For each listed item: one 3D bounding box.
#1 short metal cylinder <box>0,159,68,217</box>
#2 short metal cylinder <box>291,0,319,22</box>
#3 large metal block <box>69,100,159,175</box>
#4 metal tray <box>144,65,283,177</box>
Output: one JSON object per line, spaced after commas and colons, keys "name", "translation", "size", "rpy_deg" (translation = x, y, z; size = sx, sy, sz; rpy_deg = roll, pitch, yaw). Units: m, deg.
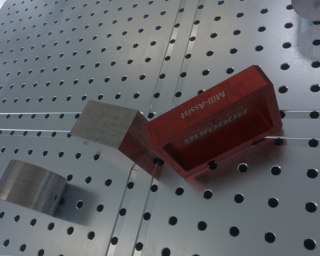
{"name": "short metal cylinder", "translation": [-0.171, 0.081, 0.413], "size": [0.080, 0.080, 0.050], "rpy_deg": [5, 64, 30]}
{"name": "short metal cylinder", "translation": [0.204, -0.177, 0.375], "size": [0.080, 0.080, 0.050], "rpy_deg": [0, 62, 28]}
{"name": "large metal block", "translation": [-0.050, 0.012, 0.392], "size": [0.080, 0.080, 0.050], "rpy_deg": [14, 69, 34]}
{"name": "metal tray", "translation": [0.060, -0.001, 0.335], "size": [0.130, 0.090, 0.030], "rpy_deg": [-29, 52, 10]}
